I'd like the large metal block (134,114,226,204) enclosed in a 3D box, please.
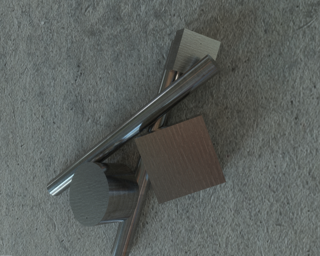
[{"bbox_3d":[0.025,0.034,0.372,0.080,0.050,0.080,-20,93,6],"label":"large metal block"}]

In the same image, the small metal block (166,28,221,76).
[{"bbox_3d":[0.041,-0.089,0.382,0.050,0.025,0.050,14,96,-21],"label":"small metal block"}]

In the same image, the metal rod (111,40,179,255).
[{"bbox_3d":[-0.014,0.033,0.414,0.025,0.025,0.298,18,96,19],"label":"metal rod"}]

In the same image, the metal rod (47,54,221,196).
[{"bbox_3d":[-0.049,0.009,0.409,0.299,0.025,0.025,-37,78,23],"label":"metal rod"}]

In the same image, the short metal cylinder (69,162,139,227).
[{"bbox_3d":[-0.075,0.086,0.410,0.080,0.050,0.080,-7,79,39],"label":"short metal cylinder"}]
